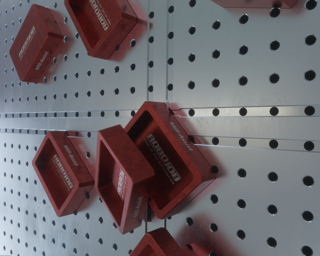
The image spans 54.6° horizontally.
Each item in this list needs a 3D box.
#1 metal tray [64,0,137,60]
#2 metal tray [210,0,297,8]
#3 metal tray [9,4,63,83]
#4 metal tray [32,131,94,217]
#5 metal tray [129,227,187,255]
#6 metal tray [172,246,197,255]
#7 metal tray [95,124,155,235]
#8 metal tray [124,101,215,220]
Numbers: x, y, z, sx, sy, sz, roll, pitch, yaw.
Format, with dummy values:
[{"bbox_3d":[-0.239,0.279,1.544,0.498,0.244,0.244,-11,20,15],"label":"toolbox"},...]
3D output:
[{"bbox_3d":[-0.097,-0.185,0.487,0.090,0.030,0.130,-42,65,32],"label":"metal tray"},{"bbox_3d":[0.106,-0.195,0.318,0.090,0.030,0.129,19,102,38],"label":"metal tray"},{"bbox_3d":[-0.249,-0.164,0.614,0.129,0.030,0.090,-45,63,30],"label":"metal tray"},{"bbox_3d":[-0.177,0.079,0.554,0.130,0.030,0.090,51,120,27],"label":"metal tray"},{"bbox_3d":[0.011,0.195,0.357,0.130,0.030,0.090,47,118,29],"label":"metal tray"},{"bbox_3d":[0.027,0.227,0.385,0.090,0.030,0.129,38,113,33],"label":"metal tray"},{"bbox_3d":[-0.052,0.071,0.414,0.090,0.030,0.129,50,144,32],"label":"metal tray"},{"bbox_3d":[0.000,0.040,0.406,0.090,0.030,0.130,-50,61,28],"label":"metal tray"}]
